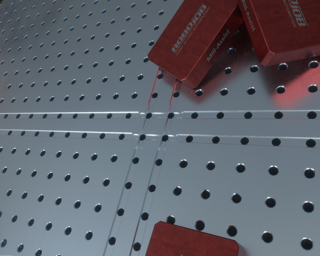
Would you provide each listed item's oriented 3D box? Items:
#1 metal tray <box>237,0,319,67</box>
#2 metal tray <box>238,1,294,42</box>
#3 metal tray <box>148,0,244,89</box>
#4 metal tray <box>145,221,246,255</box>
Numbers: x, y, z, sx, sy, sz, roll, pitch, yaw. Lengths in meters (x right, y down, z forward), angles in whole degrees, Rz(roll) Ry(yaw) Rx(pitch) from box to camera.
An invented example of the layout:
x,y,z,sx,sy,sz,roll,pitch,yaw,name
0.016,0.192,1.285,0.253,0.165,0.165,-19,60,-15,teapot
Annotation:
x,y,z,sx,sy,sz,roll,pitch,yaw,name
0.147,-0.145,0.369,0.091,0.030,0.129,-13,75,-6,metal tray
0.162,-0.188,0.434,0.130,0.030,0.090,-48,52,-6,metal tray
0.050,-0.131,0.437,0.090,0.030,0.130,41,99,40,metal tray
0.021,0.164,0.292,0.090,0.030,0.130,5,64,30,metal tray
